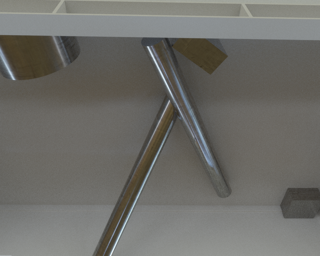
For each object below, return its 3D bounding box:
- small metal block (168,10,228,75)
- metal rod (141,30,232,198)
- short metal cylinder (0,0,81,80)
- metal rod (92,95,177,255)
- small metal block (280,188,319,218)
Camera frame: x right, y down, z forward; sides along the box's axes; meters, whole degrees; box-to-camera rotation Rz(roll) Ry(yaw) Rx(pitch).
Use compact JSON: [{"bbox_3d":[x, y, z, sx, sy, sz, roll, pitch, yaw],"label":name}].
[{"bbox_3d":[0.038,-0.088,0.317,0.050,0.050,0.025,30,120,-24],"label":"small metal block"},{"bbox_3d":[0.048,0.008,0.393,0.025,0.025,0.299,-17,136,13],"label":"metal rod"},{"bbox_3d":[-0.123,-0.089,0.296,0.080,0.080,0.050,-7,130,5],"label":"short metal cylinder"},{"bbox_3d":[-0.040,0.091,0.408,0.025,0.025,0.298,21,102,-17],"label":"metal rod"},{"bbox_3d":[0.237,0.127,0.521,0.050,0.025,0.050,0,130,-1],"label":"small metal block"}]
